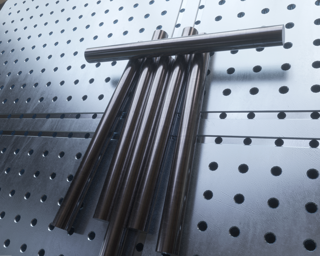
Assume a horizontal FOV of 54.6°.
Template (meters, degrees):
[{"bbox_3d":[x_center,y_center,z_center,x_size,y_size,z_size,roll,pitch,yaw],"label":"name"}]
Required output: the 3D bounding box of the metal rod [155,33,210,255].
[{"bbox_3d":[0.036,0.000,0.391,0.025,0.025,0.300,-2,60,27],"label":"metal rod"}]

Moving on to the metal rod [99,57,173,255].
[{"bbox_3d":[-0.025,0.031,0.404,0.025,0.025,0.300,1,62,29],"label":"metal rod"}]

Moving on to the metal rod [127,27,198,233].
[{"bbox_3d":[0.011,-0.015,0.414,0.025,0.025,0.300,1,62,29],"label":"metal rod"}]

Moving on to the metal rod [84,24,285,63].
[{"bbox_3d":[0.015,-0.115,0.439,0.300,0.025,0.025,2,63,29],"label":"metal rod"}]

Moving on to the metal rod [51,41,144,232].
[{"bbox_3d":[-0.077,-0.003,0.450,0.025,0.025,0.300,8,65,31],"label":"metal rod"}]

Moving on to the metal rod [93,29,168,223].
[{"bbox_3d":[-0.034,-0.019,0.439,0.025,0.025,0.300,1,62,29],"label":"metal rod"}]
